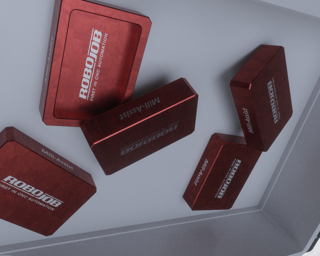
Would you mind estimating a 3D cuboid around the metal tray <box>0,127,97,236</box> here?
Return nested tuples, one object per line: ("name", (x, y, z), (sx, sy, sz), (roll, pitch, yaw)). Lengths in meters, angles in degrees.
("metal tray", (-0.152, 0.068, 0.364), (0.090, 0.030, 0.130), (-44, 129, 2))

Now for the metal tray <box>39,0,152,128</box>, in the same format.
("metal tray", (-0.070, -0.064, 0.327), (0.091, 0.030, 0.129), (4, 117, -30))

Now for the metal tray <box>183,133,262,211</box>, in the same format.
("metal tray", (0.102, 0.075, 0.507), (0.091, 0.030, 0.129), (8, 114, -32))

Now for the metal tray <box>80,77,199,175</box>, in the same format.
("metal tray", (-0.019, 0.001, 0.372), (0.131, 0.030, 0.090), (-26, 153, -12))

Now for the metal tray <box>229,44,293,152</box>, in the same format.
("metal tray", (0.149, -0.040, 0.442), (0.090, 0.030, 0.130), (-47, 133, -23))
